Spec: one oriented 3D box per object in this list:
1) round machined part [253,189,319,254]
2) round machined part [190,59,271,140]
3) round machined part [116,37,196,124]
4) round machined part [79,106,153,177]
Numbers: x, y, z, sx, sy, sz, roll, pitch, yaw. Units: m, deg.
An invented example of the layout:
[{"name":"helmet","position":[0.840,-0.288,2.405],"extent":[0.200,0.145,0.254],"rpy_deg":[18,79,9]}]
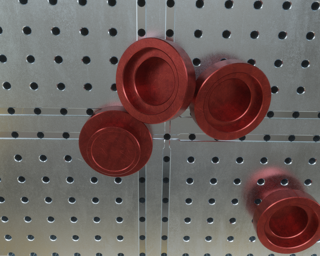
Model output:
[{"name":"round machined part","position":[0.186,0.132,0.456],"extent":[0.099,0.042,0.097],"rpy_deg":[0,110,-1]},{"name":"round machined part","position":[0.083,-0.037,0.384],"extent":[0.099,0.042,0.097],"rpy_deg":[-6,115,-13]},{"name":"round machined part","position":[-0.001,-0.056,0.368],"extent":[0.098,0.042,0.097],"rpy_deg":[7,102,31]},{"name":"round machined part","position":[-0.059,0.023,0.412],"extent":[0.099,0.042,0.097],"rpy_deg":[0,110,-1]}]
